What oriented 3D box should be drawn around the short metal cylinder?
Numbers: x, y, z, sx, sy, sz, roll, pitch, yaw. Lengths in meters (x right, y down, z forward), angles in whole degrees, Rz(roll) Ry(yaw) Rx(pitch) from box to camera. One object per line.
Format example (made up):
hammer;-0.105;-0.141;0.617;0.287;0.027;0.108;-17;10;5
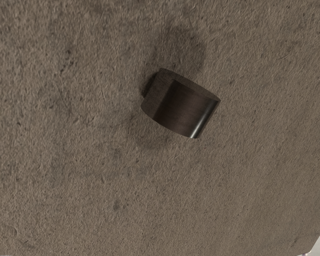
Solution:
short metal cylinder;0.024;-0.030;0.367;0.081;0.080;0.050;17;109;-35
